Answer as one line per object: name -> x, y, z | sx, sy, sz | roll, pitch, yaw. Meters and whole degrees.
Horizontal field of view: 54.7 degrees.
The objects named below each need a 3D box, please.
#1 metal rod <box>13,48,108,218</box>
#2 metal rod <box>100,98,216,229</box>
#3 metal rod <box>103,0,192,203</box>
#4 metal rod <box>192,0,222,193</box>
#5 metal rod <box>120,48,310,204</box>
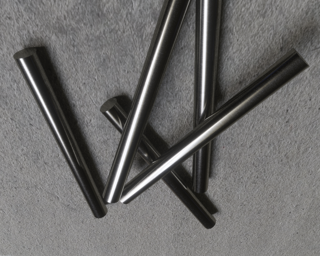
metal rod -> -0.124, 0.031, 0.431 | 0.025, 0.025, 0.298 | -7, 130, 5
metal rod -> 0.012, 0.070, 0.466 | 0.025, 0.025, 0.300 | -24, 126, 19
metal rod -> -0.022, -0.023, 0.361 | 0.025, 0.025, 0.298 | 14, 121, -12
metal rod -> 0.055, -0.021, 0.389 | 0.025, 0.025, 0.298 | -3, 130, 2
metal rod -> 0.045, 0.015, 0.385 | 0.025, 0.025, 0.299 | 33, 123, -25
